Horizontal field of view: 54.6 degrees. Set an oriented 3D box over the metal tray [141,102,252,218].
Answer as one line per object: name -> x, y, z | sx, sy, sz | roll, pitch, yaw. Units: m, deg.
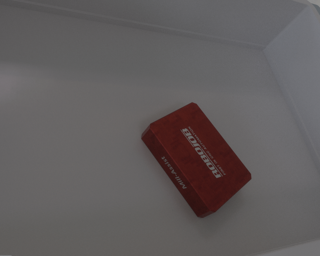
metal tray -> 0.049, 0.037, 0.405 | 0.091, 0.030, 0.130 | -29, 78, -37
